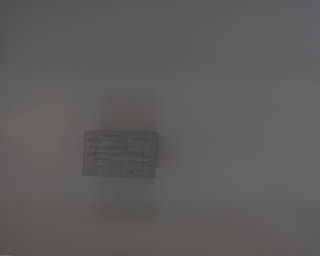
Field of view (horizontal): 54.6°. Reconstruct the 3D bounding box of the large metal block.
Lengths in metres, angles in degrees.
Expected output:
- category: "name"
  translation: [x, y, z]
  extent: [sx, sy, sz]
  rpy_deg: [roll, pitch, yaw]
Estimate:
- category: "large metal block"
  translation: [-0.045, 0.029, 0.384]
  extent: [0.080, 0.080, 0.050]
  rpy_deg: [2, 90, 0]
